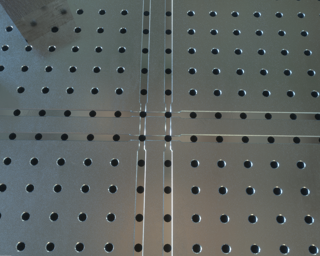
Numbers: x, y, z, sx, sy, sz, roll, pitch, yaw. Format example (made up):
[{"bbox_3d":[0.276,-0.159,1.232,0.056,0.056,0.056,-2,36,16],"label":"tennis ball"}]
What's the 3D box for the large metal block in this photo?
[{"bbox_3d":[-0.191,-0.188,0.465,0.080,0.050,0.080,-34,74,-12],"label":"large metal block"}]
